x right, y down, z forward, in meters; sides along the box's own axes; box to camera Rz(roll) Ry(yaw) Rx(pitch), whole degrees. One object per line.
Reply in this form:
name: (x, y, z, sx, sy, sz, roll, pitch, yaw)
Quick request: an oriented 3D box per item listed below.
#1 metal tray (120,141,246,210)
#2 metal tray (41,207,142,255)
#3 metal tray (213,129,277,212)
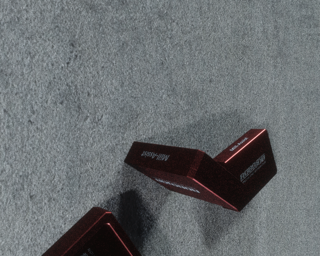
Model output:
metal tray: (0.024, 0.054, 0.373, 0.090, 0.130, 0.030, 38, 69, -34)
metal tray: (-0.064, 0.166, 0.347, 0.090, 0.030, 0.130, -42, 116, -32)
metal tray: (0.145, 0.067, 0.522, 0.131, 0.030, 0.090, -31, 109, -36)
